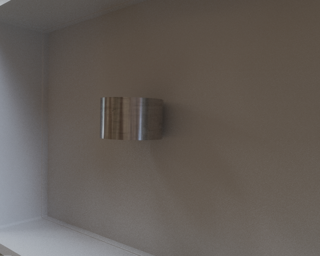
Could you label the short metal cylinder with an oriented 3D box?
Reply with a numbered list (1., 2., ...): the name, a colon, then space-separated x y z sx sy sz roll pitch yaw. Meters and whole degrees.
1. short metal cylinder: -0.036 -0.012 0.398 0.080 0.081 0.050 3 92 40
